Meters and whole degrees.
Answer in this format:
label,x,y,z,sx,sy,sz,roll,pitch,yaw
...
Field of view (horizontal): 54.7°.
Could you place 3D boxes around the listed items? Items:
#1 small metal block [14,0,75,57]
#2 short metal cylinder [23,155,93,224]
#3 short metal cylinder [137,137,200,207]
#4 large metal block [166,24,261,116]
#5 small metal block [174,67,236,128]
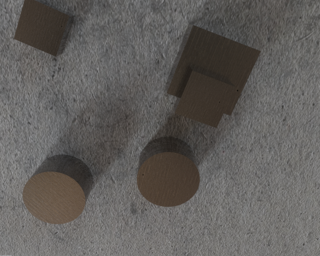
label,x,y,z,sx,sy,sz,roll,pitch,yaw
small metal block,-0.135,-0.119,0.364,0.050,0.025,0.050,22,108,-9
short metal cylinder,-0.138,0.083,0.425,0.081,0.050,0.079,0,110,-1
short metal cylinder,0.011,0.058,0.418,0.081,0.050,0.079,0,110,-1
large metal block,0.059,-0.071,0.371,0.080,0.050,0.079,19,109,-7
small metal block,0.048,-0.034,0.345,0.050,0.025,0.050,19,109,-8
